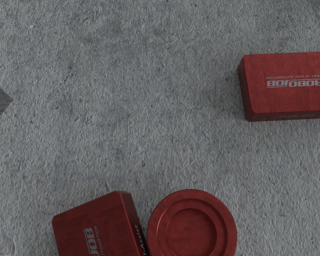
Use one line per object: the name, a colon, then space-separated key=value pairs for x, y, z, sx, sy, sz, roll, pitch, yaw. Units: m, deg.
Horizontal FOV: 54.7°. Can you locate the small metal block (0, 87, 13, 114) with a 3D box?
small metal block: x=-0.234 y=-0.048 z=0.410 sx=0.050 sy=0.050 sz=0.025 roll=25 pitch=72 yaw=8

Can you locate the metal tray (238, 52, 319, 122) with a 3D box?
metal tray: x=0.181 y=-0.058 z=0.429 sx=0.131 sy=0.030 sz=0.090 roll=-3 pitch=70 yaw=-2

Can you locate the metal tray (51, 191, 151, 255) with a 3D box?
metal tray: x=-0.059 y=0.145 z=0.337 sx=0.090 sy=0.030 sz=0.130 roll=-24 pitch=71 yaw=11

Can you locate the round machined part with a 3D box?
round machined part: x=0.035 y=0.122 z=0.355 sx=0.099 sy=0.042 sz=0.098 roll=0 pitch=70 yaw=-1
